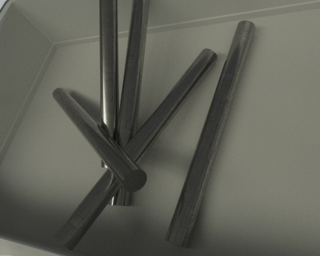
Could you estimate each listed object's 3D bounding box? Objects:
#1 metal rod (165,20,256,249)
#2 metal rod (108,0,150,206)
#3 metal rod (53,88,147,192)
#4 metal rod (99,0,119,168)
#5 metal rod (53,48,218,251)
[{"bbox_3d":[0.068,-0.009,0.375,0.025,0.025,0.300,8,65,32],"label":"metal rod"},{"bbox_3d":[-0.038,-0.050,0.412,0.025,0.025,0.299,-3,74,27],"label":"metal rod"},{"bbox_3d":[-0.098,-0.003,0.414,0.025,0.025,0.300,-48,37,-5],"label":"metal rod"},{"bbox_3d":[-0.069,-0.097,0.420,0.025,0.025,0.298,-3,86,27],"label":"metal rod"},{"bbox_3d":[-0.016,0.010,0.378,0.025,0.025,0.301,22,64,36],"label":"metal rod"}]
